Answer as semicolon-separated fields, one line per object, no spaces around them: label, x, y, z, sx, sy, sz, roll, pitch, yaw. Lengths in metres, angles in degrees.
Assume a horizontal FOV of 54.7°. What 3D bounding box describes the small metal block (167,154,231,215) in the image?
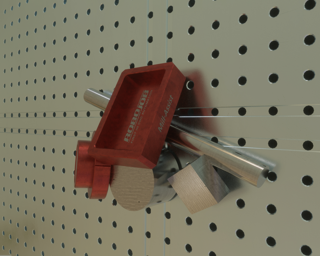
small metal block;0.043;0.065;0.354;0.050;0.025;0.050;55;140;7

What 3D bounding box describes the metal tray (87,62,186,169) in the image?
metal tray;-0.028;-0.017;0.386;0.090;0.030;0.130;0;61;39

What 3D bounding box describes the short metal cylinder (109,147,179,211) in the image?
short metal cylinder;-0.021;0.063;0.406;0.080;0.050;0.079;0;90;40

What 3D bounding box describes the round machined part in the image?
round machined part;-0.099;0.052;0.444;0.098;0.042;0.097;-175;89;-73

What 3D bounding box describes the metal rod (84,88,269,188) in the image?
metal rod;-0.003;-0.001;0.407;0.300;0.025;0.025;25;106;37
